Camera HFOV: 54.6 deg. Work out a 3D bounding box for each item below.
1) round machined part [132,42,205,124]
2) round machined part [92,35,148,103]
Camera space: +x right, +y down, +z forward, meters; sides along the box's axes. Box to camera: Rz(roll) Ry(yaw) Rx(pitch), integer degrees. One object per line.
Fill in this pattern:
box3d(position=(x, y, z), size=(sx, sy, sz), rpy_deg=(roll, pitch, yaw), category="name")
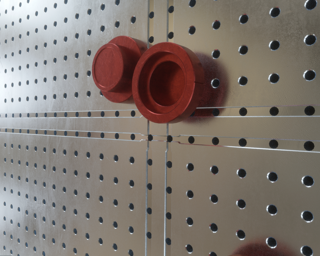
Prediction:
box3d(position=(0.014, -0.054, 0.387), size=(0.098, 0.042, 0.097), rpy_deg=(0, 90, 40), category="round machined part")
box3d(position=(-0.061, -0.085, 0.450), size=(0.098, 0.042, 0.097), rpy_deg=(0, 90, 40), category="round machined part")
